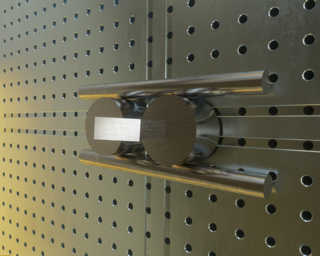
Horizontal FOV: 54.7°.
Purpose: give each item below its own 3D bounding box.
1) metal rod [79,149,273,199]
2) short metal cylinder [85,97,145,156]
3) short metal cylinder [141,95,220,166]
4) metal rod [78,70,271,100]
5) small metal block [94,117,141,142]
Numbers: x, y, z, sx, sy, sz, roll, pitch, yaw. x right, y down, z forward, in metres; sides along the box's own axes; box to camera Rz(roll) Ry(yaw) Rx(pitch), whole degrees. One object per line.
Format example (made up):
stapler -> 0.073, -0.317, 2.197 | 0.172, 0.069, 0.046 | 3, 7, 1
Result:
metal rod -> -0.006, 0.053, 0.410 | 0.300, 0.025, 0.025 | 3, 92, 39
short metal cylinder -> -0.060, -0.002, 0.439 | 0.080, 0.050, 0.079 | 0, 90, 40
short metal cylinder -> 0.023, 0.003, 0.369 | 0.080, 0.050, 0.079 | 0, 90, 40
metal rod -> -0.007, -0.052, 0.411 | 0.300, 0.025, 0.025 | 3, 92, 39
small metal block -> -0.049, 0.001, 0.368 | 0.050, 0.050, 0.025 | 3, 92, -3
